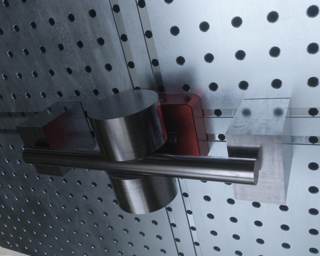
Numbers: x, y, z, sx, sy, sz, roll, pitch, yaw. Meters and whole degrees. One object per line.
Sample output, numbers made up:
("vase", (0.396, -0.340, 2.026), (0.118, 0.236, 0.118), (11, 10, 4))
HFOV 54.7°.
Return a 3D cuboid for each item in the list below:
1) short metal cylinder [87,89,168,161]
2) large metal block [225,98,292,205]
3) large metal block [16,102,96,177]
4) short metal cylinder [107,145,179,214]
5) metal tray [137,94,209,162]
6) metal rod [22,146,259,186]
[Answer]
("short metal cylinder", (-0.036, -0.006, 0.352), (0.080, 0.080, 0.050), (1, 119, 28))
("large metal block", (0.109, 0.022, 0.330), (0.050, 0.080, 0.080), (1, 119, 28))
("large metal block", (-0.151, 0.014, 0.463), (0.050, 0.080, 0.080), (1, 119, 28))
("short metal cylinder", (-0.021, 0.060, 0.385), (0.080, 0.080, 0.050), (1, 119, 28))
("metal tray", (-0.007, 0.004, 0.414), (0.130, 0.030, 0.089), (1, 119, 27))
("metal rod", (-0.044, 0.039, 0.354), (0.300, 0.025, 0.025), (1, 119, 27))
